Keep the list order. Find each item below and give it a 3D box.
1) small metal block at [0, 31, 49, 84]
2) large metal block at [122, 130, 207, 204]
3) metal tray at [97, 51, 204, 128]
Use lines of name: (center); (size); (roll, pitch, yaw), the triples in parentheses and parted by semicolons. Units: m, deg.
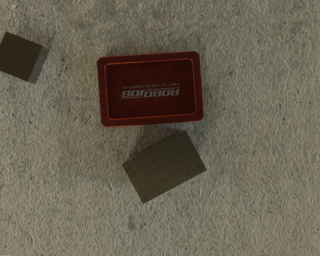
small metal block: (-0.183, -0.091, 0.408); (0.050, 0.025, 0.050); (22, 90, -1)
large metal block: (0.005, 0.043, 0.383); (0.080, 0.080, 0.050); (-28, 90, 0)
metal tray: (-0.012, -0.049, 0.407); (0.131, 0.030, 0.089); (-4, 90, -1)
